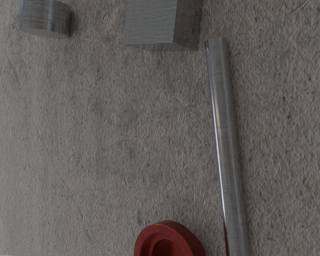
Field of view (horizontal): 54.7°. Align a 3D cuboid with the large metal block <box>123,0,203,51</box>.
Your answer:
[{"bbox_3d":[0.004,-0.140,0.385,0.080,0.050,0.079,11,97,39],"label":"large metal block"}]

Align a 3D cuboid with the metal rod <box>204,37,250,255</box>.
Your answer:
[{"bbox_3d":[0.077,0.049,0.341,0.025,0.025,0.298,-9,85,39],"label":"metal rod"}]

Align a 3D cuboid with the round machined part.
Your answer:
[{"bbox_3d":[0.017,0.163,0.380,0.098,0.042,0.097,0,90,40],"label":"round machined part"}]

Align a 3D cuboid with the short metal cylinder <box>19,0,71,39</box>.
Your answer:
[{"bbox_3d":[-0.196,-0.187,0.531,0.080,0.081,0.050,11,97,39],"label":"short metal cylinder"}]
